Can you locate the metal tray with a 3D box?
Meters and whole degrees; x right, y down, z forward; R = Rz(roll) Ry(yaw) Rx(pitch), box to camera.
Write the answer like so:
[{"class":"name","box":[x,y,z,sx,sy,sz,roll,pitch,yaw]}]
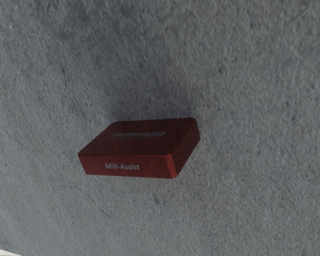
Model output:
[{"class":"metal tray","box":[-0.025,0.023,0.390,0.130,0.090,0.030,-2,117,29]}]
